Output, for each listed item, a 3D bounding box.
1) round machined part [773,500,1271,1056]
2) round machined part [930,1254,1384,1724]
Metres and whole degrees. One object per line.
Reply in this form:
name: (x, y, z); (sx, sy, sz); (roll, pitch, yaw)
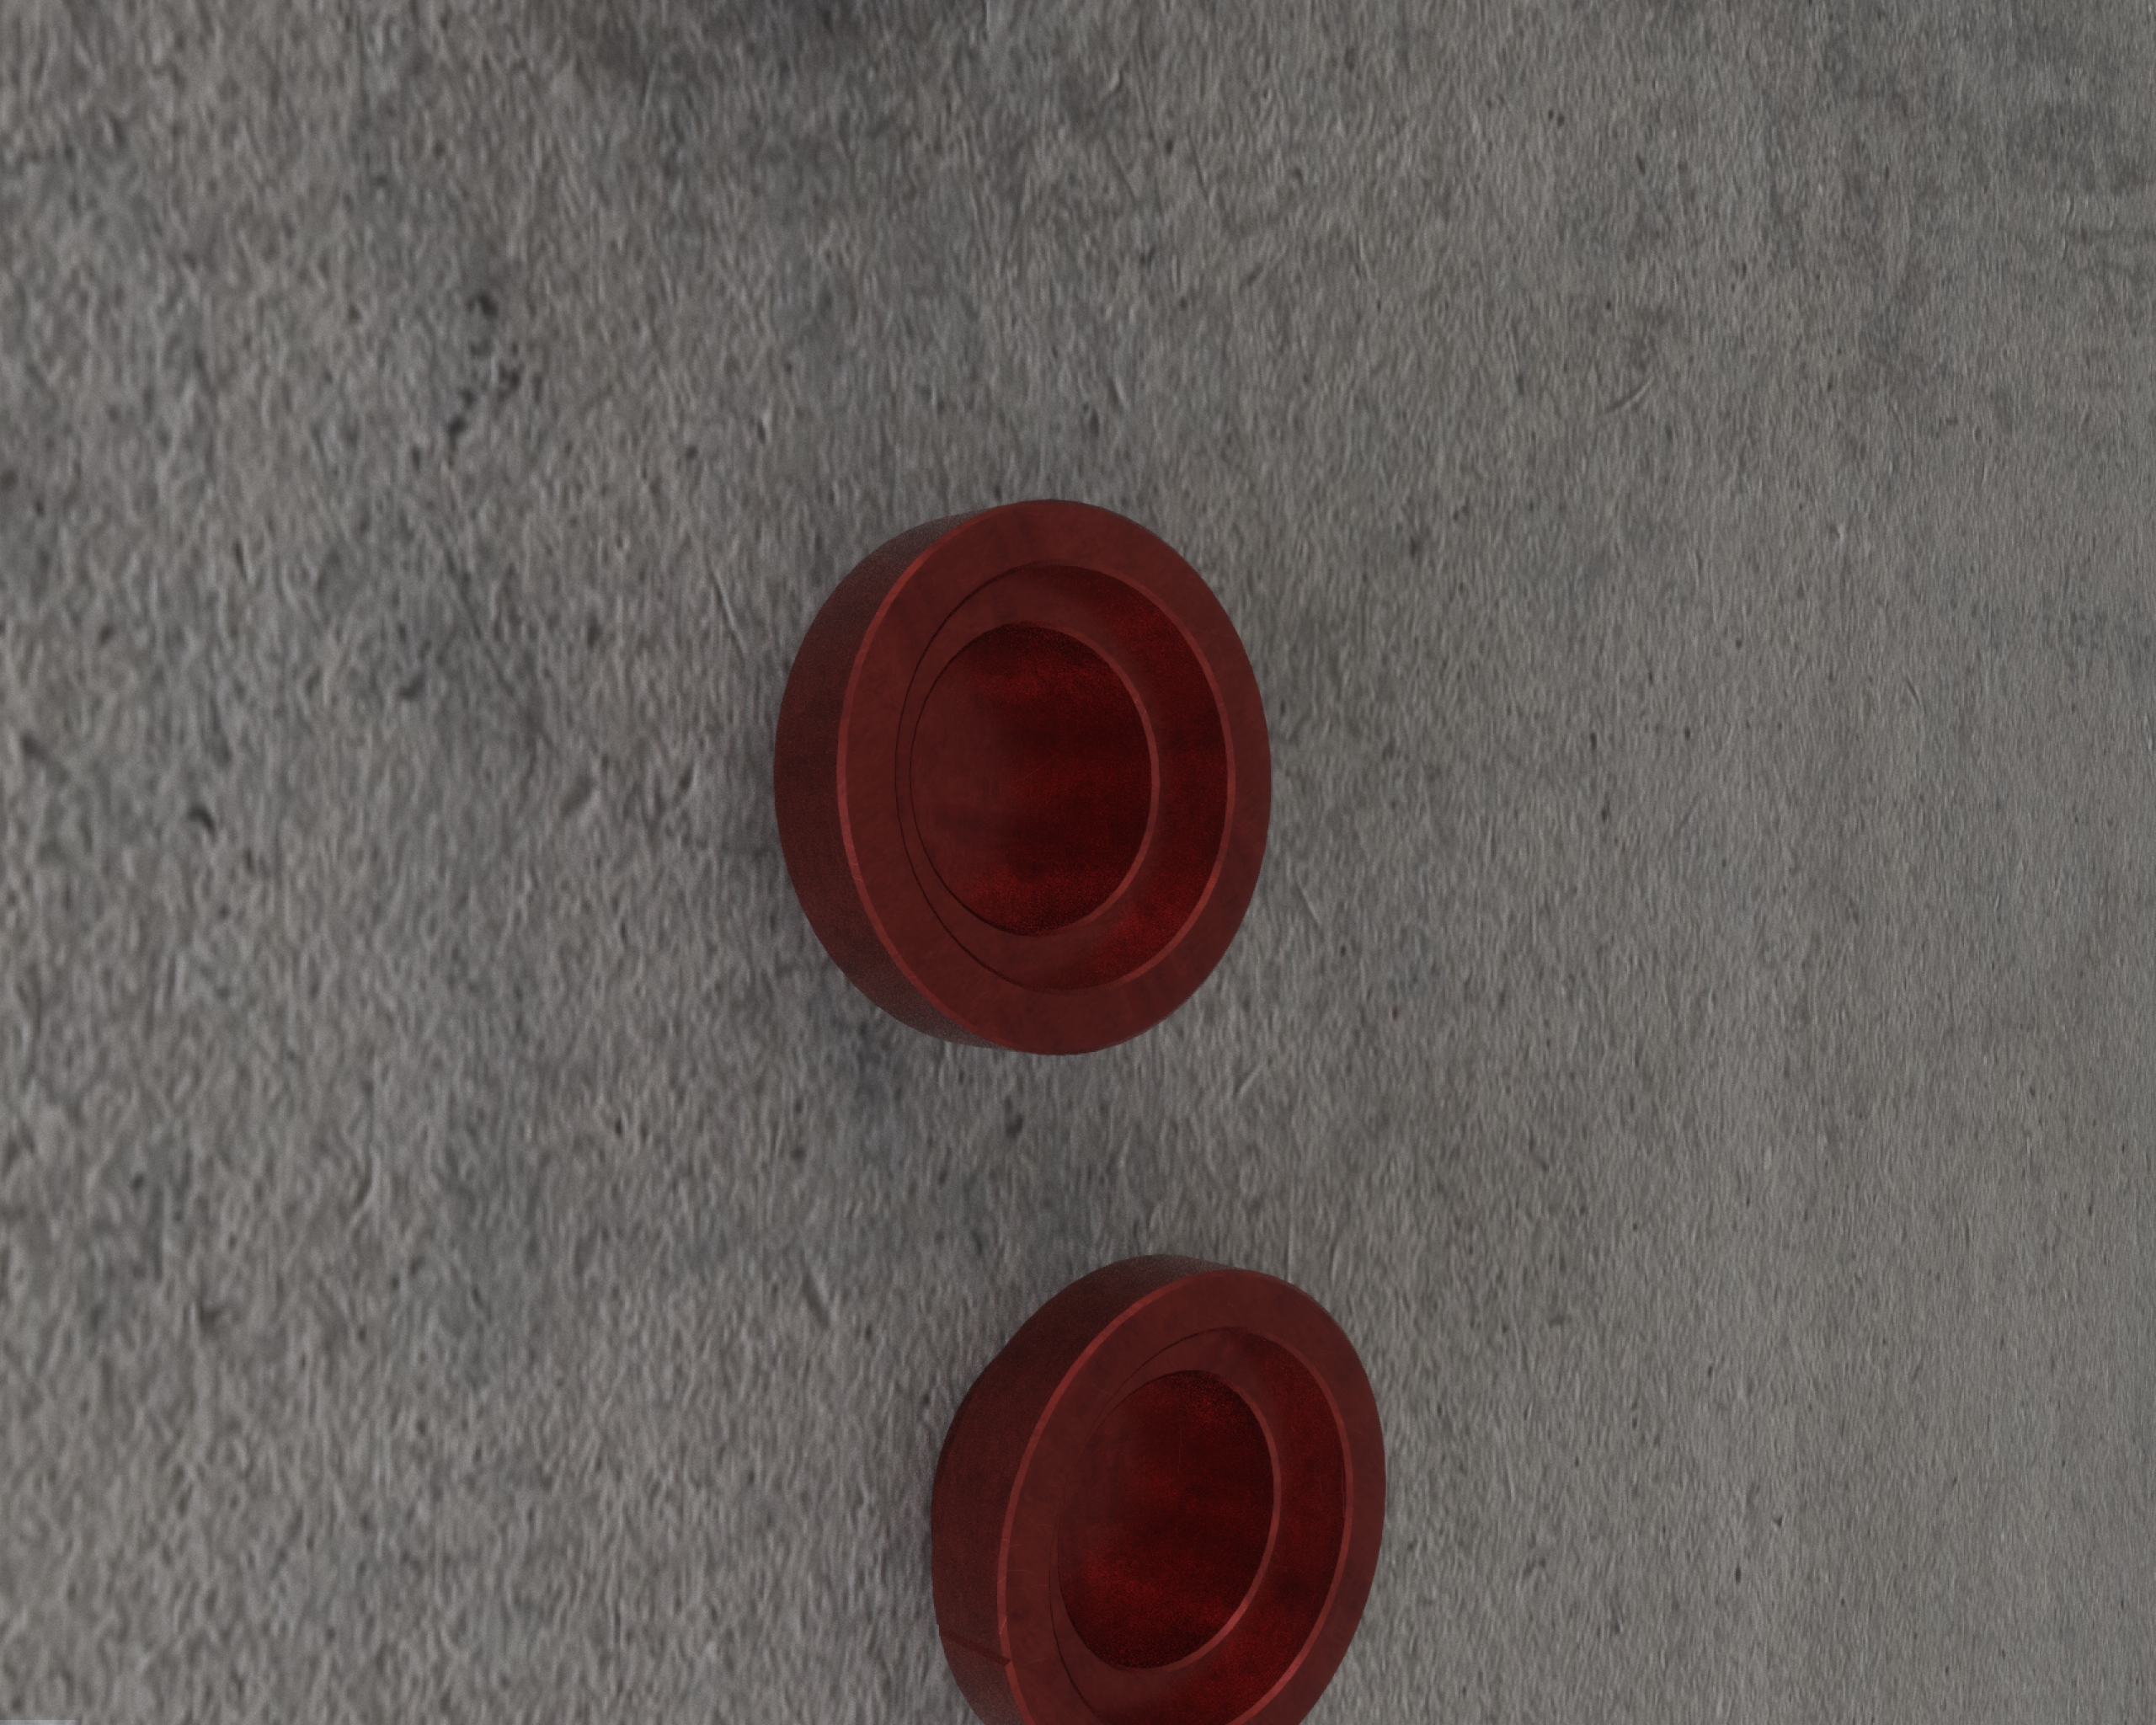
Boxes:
round machined part: (-0.014, -0.015, 0.382); (0.099, 0.042, 0.097); (0, 90, -40)
round machined part: (0.011, 0.125, 0.403); (0.099, 0.042, 0.097); (0, 90, -40)
